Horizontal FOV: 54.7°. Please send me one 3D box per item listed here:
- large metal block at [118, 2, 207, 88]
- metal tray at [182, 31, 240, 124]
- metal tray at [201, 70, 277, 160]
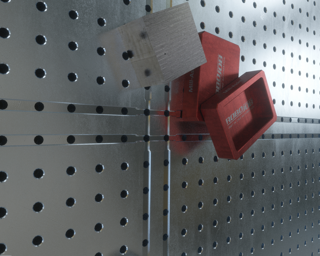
[{"bbox_3d":[0.005,-0.106,0.397,0.081,0.050,0.080,-33,111,-35],"label":"large metal block"},{"bbox_3d":[0.080,-0.071,0.473,0.091,0.030,0.129,7,86,-40],"label":"metal tray"},{"bbox_3d":[0.124,-0.022,0.470,0.131,0.030,0.090,-36,112,-34],"label":"metal tray"}]
